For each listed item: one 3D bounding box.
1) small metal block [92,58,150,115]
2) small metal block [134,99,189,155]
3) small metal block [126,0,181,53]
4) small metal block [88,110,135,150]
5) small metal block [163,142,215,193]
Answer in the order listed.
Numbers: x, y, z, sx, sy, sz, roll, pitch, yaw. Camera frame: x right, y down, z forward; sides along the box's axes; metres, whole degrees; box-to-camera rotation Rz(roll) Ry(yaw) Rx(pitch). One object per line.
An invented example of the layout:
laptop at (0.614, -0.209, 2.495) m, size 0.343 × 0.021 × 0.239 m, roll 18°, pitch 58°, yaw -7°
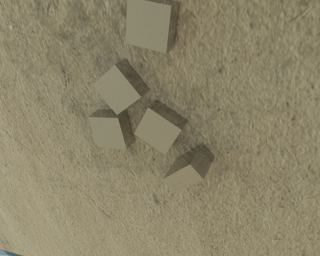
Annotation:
small metal block at (-0.050, -0.052, 0.399) m, size 0.050 × 0.025 × 0.050 m, roll -32°, pitch 101°, yaw 38°
small metal block at (0.001, -0.001, 0.404) m, size 0.050 × 0.025 × 0.050 m, roll 34°, pitch 129°, yaw 5°
small metal block at (-0.009, -0.115, 0.339) m, size 0.050 × 0.025 × 0.050 m, roll 18°, pitch 126°, yaw 17°
small metal block at (-0.068, 0.002, 0.442) m, size 0.050 × 0.025 × 0.050 m, roll 2°, pitch 120°, yaw 26°
small metal block at (0.038, 0.052, 0.401) m, size 0.025 × 0.050 × 0.050 m, roll 49°, pitch 128°, yaw -7°
